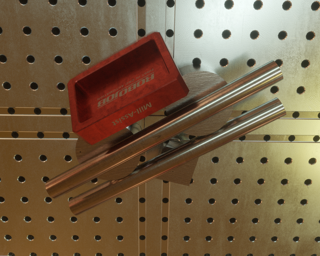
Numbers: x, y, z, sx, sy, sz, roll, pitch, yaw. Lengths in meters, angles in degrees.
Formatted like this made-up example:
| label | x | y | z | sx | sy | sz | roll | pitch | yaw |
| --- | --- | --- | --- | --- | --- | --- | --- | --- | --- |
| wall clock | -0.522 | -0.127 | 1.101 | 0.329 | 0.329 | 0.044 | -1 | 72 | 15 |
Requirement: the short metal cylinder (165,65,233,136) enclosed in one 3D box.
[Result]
| label | x | y | z | sx | sy | sz | roll | pitch | yaw |
| --- | --- | --- | --- | --- | --- | --- | --- | --- | --- |
| short metal cylinder | 0.047 | -0.036 | 0.388 | 0.081 | 0.050 | 0.079 | 0 | 110 | -1 |

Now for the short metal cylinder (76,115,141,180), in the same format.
| label | x | y | z | sx | sy | sz | roll | pitch | yaw |
| --- | --- | --- | --- | --- | --- | --- | --- | --- | --- |
| short metal cylinder | -0.064 | 0.021 | 0.407 | 0.081 | 0.050 | 0.079 | 0 | 110 | -1 |

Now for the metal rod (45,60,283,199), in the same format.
| label | x | y | z | sx | sy | sz | roll | pitch | yaw |
| --- | --- | --- | --- | --- | --- | --- | --- | --- | --- |
| metal rod | -0.003 | 0.007 | 0.361 | 0.301 | 0.025 | 0.025 | -28 | 108 | 9 |

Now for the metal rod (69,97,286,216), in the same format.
| label | x | y | z | sx | sy | sz | roll | pitch | yaw |
| --- | --- | --- | --- | --- | --- | --- | --- | --- | --- |
| metal rod | 0.015 | 0.041 | 0.401 | 0.301 | 0.025 | 0.025 | -27 | 108 | 9 |

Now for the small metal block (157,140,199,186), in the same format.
| label | x | y | z | sx | sy | sz | roll | pitch | yaw |
| --- | --- | --- | --- | --- | --- | --- | --- | --- | --- |
| small metal block | 0.022 | 0.048 | 0.430 | 0.050 | 0.025 | 0.050 | 14 | 109 | -6 |

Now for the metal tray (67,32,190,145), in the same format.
| label | x | y | z | sx | sy | sz | roll | pitch | yaw |
| --- | --- | --- | --- | --- | --- | --- | --- | --- | --- |
| metal tray | -0.042 | -0.047 | 0.359 | 0.130 | 0.090 | 0.030 | -27 | 140 | 9 |
